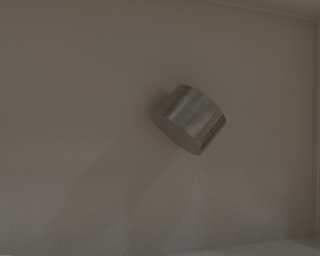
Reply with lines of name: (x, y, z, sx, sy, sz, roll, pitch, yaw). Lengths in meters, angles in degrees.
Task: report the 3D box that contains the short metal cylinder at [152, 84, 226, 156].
short metal cylinder: (0.036, -0.010, 0.396, 0.080, 0.080, 0.050, 44, 76, -15)
